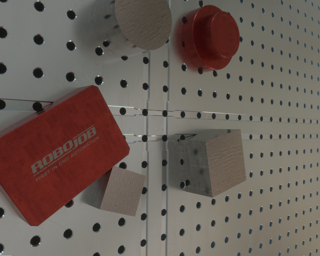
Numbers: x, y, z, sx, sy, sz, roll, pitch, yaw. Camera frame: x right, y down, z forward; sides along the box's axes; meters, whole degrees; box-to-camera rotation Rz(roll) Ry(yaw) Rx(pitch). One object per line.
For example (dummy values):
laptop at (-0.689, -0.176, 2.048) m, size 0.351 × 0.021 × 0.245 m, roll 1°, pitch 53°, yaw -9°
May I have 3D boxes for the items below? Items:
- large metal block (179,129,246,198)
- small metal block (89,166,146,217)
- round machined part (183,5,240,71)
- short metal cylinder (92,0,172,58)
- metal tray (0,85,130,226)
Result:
large metal block at (0.080, 0.048, 0.463) m, size 0.081 × 0.050 × 0.079 m, roll -14°, pitch 100°, yaw -39°
small metal block at (-0.050, 0.074, 0.370) m, size 0.050 × 0.025 × 0.050 m, roll 25°, pitch 74°, yaw -38°
round machined part at (0.084, -0.138, 0.471) m, size 0.099 × 0.042 × 0.097 m, roll 0°, pitch 90°, yaw -40°
short metal cylinder at (-0.032, -0.128, 0.367) m, size 0.081 × 0.050 × 0.079 m, roll 0°, pitch 90°, yaw -40°
metal tray at (-0.103, 0.023, 0.321) m, size 0.131 × 0.030 × 0.090 m, roll -39°, pitch 114°, yaw -33°
